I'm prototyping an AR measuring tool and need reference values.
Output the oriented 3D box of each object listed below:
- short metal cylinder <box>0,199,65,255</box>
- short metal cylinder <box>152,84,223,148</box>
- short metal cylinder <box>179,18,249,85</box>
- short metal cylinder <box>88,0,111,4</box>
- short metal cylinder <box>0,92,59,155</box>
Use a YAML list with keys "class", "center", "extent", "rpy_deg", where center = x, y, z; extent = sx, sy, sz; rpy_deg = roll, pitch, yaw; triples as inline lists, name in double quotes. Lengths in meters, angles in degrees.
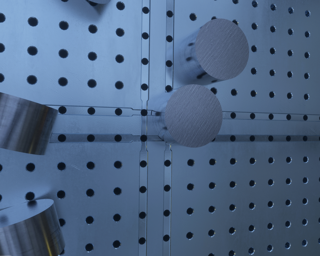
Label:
- class: "short metal cylinder"
  center: [-0.148, 0.115, 0.329]
  extent: [0.081, 0.080, 0.050]
  rpy_deg: [-15, 95, -19]
- class: "short metal cylinder"
  center: [0.035, -0.015, 0.412]
  extent: [0.081, 0.050, 0.079]
  rpy_deg: [0, 90, -20]
- class: "short metal cylinder"
  center: [0.074, -0.103, 0.426]
  extent: [0.081, 0.050, 0.079]
  rpy_deg: [0, 90, -20]
- class: "short metal cylinder"
  center: [-0.080, -0.190, 0.353]
  extent: [0.080, 0.080, 0.050]
  rpy_deg: [29, 81, -18]
- class: "short metal cylinder"
  center: [-0.154, -0.006, 0.326]
  extent: [0.081, 0.080, 0.050]
  rpy_deg: [17, 85, -19]
